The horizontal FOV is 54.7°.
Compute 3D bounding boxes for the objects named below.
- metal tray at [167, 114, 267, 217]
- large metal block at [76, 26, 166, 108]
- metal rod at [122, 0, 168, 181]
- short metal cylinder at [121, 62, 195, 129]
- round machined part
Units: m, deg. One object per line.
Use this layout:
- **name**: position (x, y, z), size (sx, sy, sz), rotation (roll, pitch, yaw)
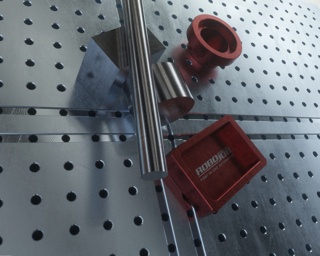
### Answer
- **metal tray**: position (0.077, 0.046, 0.417), size (0.131, 0.030, 0.090), rotation (-29, 78, -38)
- **large metal block**: position (-0.051, -0.081, 0.395), size (0.050, 0.080, 0.081), rotation (50, 51, 6)
- **metal rod**: position (-0.024, -0.088, 0.346), size (0.025, 0.025, 0.299), rotation (6, 59, -25)
- **short metal cylinder**: position (-0.003, -0.039, 0.395), size (0.081, 0.080, 0.050), rotation (-10, 67, -32)
- **round machined part**: position (0.088, -0.144, 0.533), size (0.099, 0.042, 0.098), rotation (14, 56, -21)
